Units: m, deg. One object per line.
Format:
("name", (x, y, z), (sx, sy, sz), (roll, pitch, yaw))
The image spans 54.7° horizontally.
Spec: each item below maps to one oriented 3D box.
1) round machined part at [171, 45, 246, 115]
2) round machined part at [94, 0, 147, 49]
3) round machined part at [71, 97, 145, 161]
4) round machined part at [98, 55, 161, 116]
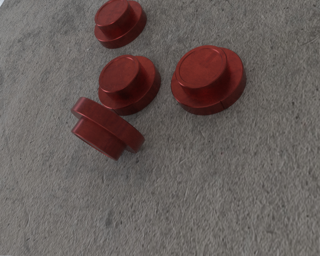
("round machined part", (0.059, -0.069, 0.404), (0.098, 0.042, 0.098), (-13, 56, 21))
("round machined part", (-0.077, -0.193, 0.552), (0.098, 0.042, 0.098), (-13, 56, 21))
("round machined part", (-0.071, 0.006, 0.391), (0.098, 0.098, 0.042), (23, 75, 36))
("round machined part", (-0.052, -0.070, 0.464), (0.098, 0.042, 0.098), (-13, 56, 21))
